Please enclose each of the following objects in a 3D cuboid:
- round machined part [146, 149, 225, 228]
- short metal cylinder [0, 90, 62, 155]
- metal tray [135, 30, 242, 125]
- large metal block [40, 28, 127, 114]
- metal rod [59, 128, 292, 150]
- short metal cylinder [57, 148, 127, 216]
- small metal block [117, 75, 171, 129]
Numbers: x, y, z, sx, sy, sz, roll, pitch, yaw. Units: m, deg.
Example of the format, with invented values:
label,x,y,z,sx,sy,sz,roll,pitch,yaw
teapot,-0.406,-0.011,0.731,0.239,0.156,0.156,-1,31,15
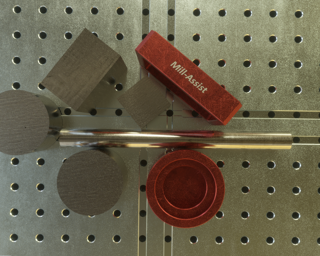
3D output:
label,x,y,z,sx,sy,sz,roll,pitch,yaw
round machined part,0.032,0.076,0.405,0.099,0.042,0.097,0,90,0
short metal cylinder,-0.174,-0.007,0.399,0.081,0.050,0.080,0,90,0
metal tray,0.032,-0.056,0.380,0.130,0.090,0.030,40,90,0
large metal block,-0.089,-0.066,0.385,0.050,0.080,0.080,39,90,-1
metal rod,0.021,0.015,0.413,0.302,0.025,0.025,1,90,0
short metal cylinder,-0.085,0.066,0.400,0.081,0.050,0.080,0,90,0
small metal block,-0.021,-0.034,0.413,0.050,0.025,0.050,-39,90,0
